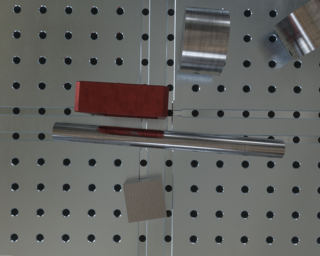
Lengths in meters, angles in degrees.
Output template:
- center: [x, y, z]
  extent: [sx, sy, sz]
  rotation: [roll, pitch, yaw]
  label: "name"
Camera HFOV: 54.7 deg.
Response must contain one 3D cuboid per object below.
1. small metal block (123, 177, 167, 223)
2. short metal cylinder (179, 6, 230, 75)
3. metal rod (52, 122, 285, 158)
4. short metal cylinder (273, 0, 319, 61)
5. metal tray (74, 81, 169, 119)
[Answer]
- center: [-0.019, 0.094, 0.413]
  extent: [0.050, 0.025, 0.050]
  rotation: [-9, 90, 0]
  label: "small metal block"
- center: [0.053, -0.107, 0.386]
  extent: [0.050, 0.080, 0.080]
  rotation: [5, 90, 0]
  label: "short metal cylinder"
- center: [0.012, 0.016, 0.413]
  extent: [0.302, 0.025, 0.025]
  rotation: [5, 90, 0]
  label: "metal rod"
- center: [0.192, -0.127, 0.387]
  extent: [0.080, 0.080, 0.050]
  rotation: [-30, 90, 0]
  label: "short metal cylinder"
- center: [-0.037, -0.028, 0.360]
  extent: [0.091, 0.130, 0.030]
  rotation: [3, 90, 0]
  label: "metal tray"
